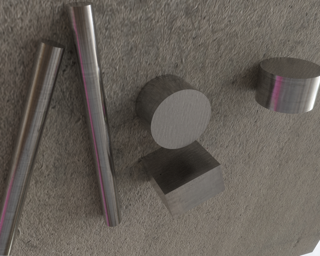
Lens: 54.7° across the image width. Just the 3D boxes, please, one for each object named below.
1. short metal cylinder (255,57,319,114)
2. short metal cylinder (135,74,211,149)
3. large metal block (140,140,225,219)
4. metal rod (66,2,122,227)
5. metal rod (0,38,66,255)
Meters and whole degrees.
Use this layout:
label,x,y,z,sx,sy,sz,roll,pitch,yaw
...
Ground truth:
label,x,y,z,sx,sy,sz,roll,pitch,yaw
short metal cylinder,0.177,-0.061,0.430,0.081,0.080,0.050,-14,124,-21
short metal cylinder,0.016,-0.021,0.386,0.081,0.050,0.079,-14,124,-21
large metal block,0.030,0.063,0.427,0.080,0.080,0.050,-26,128,-12
metal rod,-0.072,0.009,0.372,0.025,0.025,0.298,-15,125,-20
metal rod,-0.157,0.048,0.350,0.025,0.025,0.298,9,114,-32
